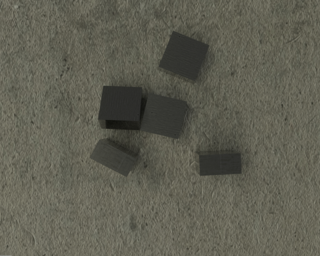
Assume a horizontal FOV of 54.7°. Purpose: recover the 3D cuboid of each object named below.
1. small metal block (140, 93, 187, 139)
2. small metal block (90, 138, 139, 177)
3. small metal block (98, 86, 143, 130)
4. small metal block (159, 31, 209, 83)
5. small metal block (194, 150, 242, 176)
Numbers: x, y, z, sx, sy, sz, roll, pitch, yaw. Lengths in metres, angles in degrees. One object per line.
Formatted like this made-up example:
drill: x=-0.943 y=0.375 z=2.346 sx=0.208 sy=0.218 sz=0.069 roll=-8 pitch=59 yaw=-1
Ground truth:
small metal block: x=0.005 y=-0.016 z=0.410 sx=0.050 sy=0.025 sz=0.050 roll=13 pitch=90 yaw=-1
small metal block: x=-0.057 y=0.036 z=0.397 sx=0.050 sy=0.050 sz=0.025 roll=27 pitch=90 yaw=0
small metal block: x=-0.049 y=-0.026 z=0.399 sx=0.050 sy=0.025 sz=0.050 roll=2 pitch=63 yaw=1
small metal block: x=0.031 y=-0.093 z=0.410 sx=0.050 sy=0.025 sz=0.050 roll=22 pitch=90 yaw=0
small metal block: x=0.073 y=0.044 z=0.398 sx=0.050 sy=0.050 sz=0.025 roll=-3 pitch=90 yaw=0
